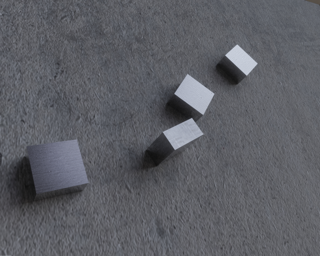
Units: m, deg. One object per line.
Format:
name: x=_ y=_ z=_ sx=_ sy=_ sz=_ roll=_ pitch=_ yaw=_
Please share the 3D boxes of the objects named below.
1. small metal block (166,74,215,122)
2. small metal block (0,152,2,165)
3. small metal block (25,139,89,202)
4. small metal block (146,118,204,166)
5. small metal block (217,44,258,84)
small metal block: x=0.045 y=-0.043 z=0.454 sx=0.050 sy=0.025 sz=0.050 roll=36 pitch=51 yaw=-5
small metal block: x=-0.186 y=0.023 z=0.289 sx=0.050 sy=0.025 sz=0.050 roll=-33 pitch=80 yaw=-38
small metal block: x=-0.107 y=0.043 z=0.320 sx=0.050 sy=0.025 sz=0.050 roll=-8 pitch=66 yaw=-32
small metal block: x=0.018 y=0.018 z=0.386 sx=0.050 sy=0.050 sz=0.025 roll=-25 pitch=76 yaw=-37
small metal block: x=0.137 y=-0.113 z=0.546 sx=0.050 sy=0.025 sz=0.050 roll=44 pitch=51 yaw=2
